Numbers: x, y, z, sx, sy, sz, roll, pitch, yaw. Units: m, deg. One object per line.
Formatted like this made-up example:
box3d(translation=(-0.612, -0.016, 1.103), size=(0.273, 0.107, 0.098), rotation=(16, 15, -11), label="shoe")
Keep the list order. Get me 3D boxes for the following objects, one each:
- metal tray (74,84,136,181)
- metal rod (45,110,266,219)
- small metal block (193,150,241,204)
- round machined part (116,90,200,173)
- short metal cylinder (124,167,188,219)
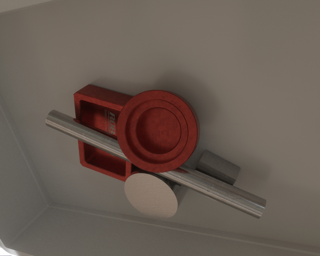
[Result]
box3d(translation=(-0.073, 0.010, 0.445), size=(0.090, 0.030, 0.129), rotation=(17, 125, 18), label="metal tray")
box3d(translation=(-0.014, 0.042, 0.401), size=(0.301, 0.025, 0.025), rotation=(22, 127, 11), label="metal rod")
box3d(translation=(0.070, 0.065, 0.409), size=(0.050, 0.025, 0.050), rotation=(28, 128, 10), label="small metal block")
box3d(translation=(0.000, 0.002, 0.380), size=(0.098, 0.042, 0.097), rotation=(2, 97, 14), label="round machined part")
box3d(translation=(-0.003, 0.082, 0.440), size=(0.080, 0.050, 0.079), rotation=(13, 124, 20), label="short metal cylinder")
